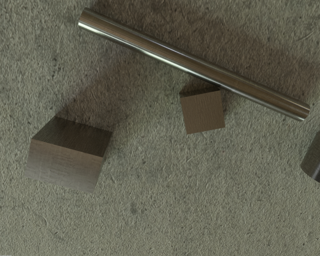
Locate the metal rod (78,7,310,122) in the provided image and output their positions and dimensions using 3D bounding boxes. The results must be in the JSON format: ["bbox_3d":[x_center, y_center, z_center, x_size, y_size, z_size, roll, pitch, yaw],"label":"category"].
[{"bbox_3d":[0.049,-0.074,0.383,0.302,0.025,0.025,21,109,-8],"label":"metal rod"}]

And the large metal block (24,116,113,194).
[{"bbox_3d":[-0.111,0.031,0.390,0.080,0.080,0.050,16,109,-6],"label":"large metal block"}]

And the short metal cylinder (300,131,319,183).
[{"bbox_3d":[0.233,0.045,0.400,0.080,0.080,0.050,16,109,-6],"label":"short metal cylinder"}]

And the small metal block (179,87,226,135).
[{"bbox_3d":[0.054,-0.023,0.402,0.050,0.025,0.050,-11,110,3],"label":"small metal block"}]
